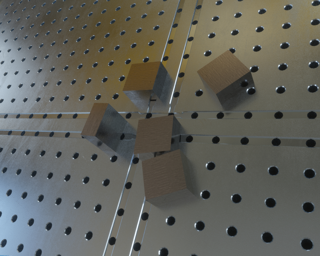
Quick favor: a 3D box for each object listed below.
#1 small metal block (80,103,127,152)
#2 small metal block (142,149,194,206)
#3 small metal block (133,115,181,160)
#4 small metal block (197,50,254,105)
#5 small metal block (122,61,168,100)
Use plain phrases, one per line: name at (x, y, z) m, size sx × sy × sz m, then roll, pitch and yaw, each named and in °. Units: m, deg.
small metal block at (-0.076, 0.000, 0.431) m, size 0.025 × 0.050 × 0.050 m, roll 4°, pitch 64°, yaw 30°
small metal block at (0.009, 0.059, 0.367) m, size 0.050 × 0.025 × 0.050 m, roll -20°, pitch 54°, yaw 16°
small metal block at (-0.003, 0.014, 0.400) m, size 0.050 × 0.025 × 0.050 m, roll -8°, pitch 58°, yaw 24°
small metal block at (0.085, -0.067, 0.404) m, size 0.050 × 0.025 × 0.050 m, roll -34°, pitch 52°, yaw 5°
small metal block at (-0.022, -0.070, 0.461) m, size 0.050 × 0.025 × 0.050 m, roll 1°, pitch 62°, yaw 28°
